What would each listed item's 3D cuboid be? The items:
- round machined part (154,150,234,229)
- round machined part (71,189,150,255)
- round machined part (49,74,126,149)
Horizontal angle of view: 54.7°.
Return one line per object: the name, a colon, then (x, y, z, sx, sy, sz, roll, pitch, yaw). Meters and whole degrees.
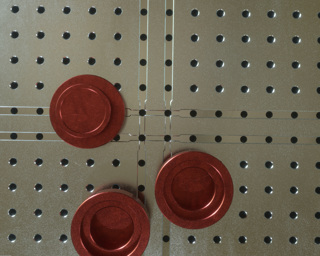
round machined part: (0.042, 0.077, 0.406, 0.099, 0.042, 0.097, 0, 90, -1)
round machined part: (-0.061, 0.128, 0.404, 0.099, 0.042, 0.097, 0, 90, -1)
round machined part: (-0.096, -0.021, 0.404, 0.099, 0.042, 0.097, 0, 90, -1)
